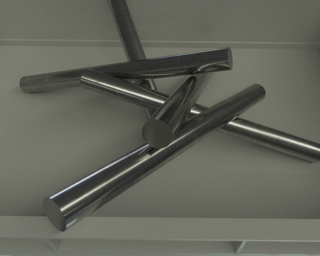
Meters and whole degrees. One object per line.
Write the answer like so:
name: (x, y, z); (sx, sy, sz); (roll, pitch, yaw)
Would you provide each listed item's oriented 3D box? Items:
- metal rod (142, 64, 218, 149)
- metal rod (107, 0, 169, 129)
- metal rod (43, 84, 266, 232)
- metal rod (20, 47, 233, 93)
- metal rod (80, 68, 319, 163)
metal rod: (0.043, -0.054, 0.372); (0.025, 0.025, 0.301); (15, 27, 12)
metal rod: (-0.041, -0.121, 0.419); (0.025, 0.025, 0.299); (-17, 80, -14)
metal rod: (0.029, 0.005, 0.302); (0.025, 0.025, 0.302); (35, 40, 26)
metal rod: (-0.061, -0.070, 0.397); (0.301, 0.025, 0.025); (-2, 47, 24)
metal rod: (0.052, -0.015, 0.378); (0.302, 0.025, 0.025); (18, 51, -2)
